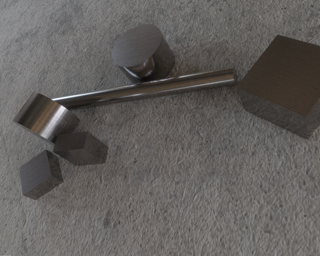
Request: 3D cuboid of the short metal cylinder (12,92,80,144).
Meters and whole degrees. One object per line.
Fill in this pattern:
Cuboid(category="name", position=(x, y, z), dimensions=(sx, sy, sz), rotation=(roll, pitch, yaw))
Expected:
Cuboid(category="short metal cylinder", position=(-0.167, -0.010, 0.460), dimensions=(0.080, 0.080, 0.050), rotation=(19, 72, 35))

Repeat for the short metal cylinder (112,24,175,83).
Cuboid(category="short metal cylinder", position=(-0.024, -0.108, 0.465), dimensions=(0.080, 0.050, 0.080), rotation=(-13, 56, 20))

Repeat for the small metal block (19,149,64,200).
Cuboid(category="small metal block", position=(-0.173, 0.068, 0.451), dimensions=(0.050, 0.025, 0.050), rotation=(-33, 52, 6))

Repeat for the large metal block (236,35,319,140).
Cuboid(category="large metal block", position=(0.145, -0.046, 0.340), dimensions=(0.080, 0.050, 0.080), rotation=(33, 80, 38))

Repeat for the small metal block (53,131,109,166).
Cuboid(category="small metal block", position=(-0.107, 0.029, 0.424), dimensions=(0.050, 0.050, 0.025), rotation=(-7, 59, 24))

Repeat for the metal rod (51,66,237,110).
Cuboid(category="metal rod", position=(-0.041, -0.052, 0.455), dimensions=(0.301, 0.025, 0.025), rotation=(-6, 59, 24))
